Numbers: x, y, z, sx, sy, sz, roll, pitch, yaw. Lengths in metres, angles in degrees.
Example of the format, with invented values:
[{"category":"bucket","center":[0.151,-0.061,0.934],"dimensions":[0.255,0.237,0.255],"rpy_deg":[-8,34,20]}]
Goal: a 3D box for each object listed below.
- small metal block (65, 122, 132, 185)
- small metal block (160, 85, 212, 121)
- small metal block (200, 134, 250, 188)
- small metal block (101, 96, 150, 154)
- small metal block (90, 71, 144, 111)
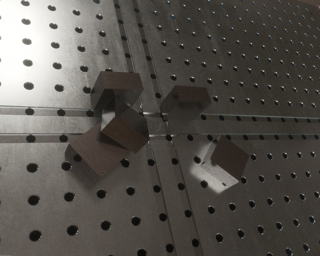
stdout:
[{"category":"small metal block","center":[-0.070,0.028,0.354],"dimensions":[0.050,0.025,0.050],"rpy_deg":[47,51,4]},{"category":"small metal block","center":[0.035,-0.034,0.433],"dimensions":[0.050,0.050,0.025],"rpy_deg":[1,62,-28]},{"category":"small metal block","center":[0.091,0.046,0.431],"dimensions":[0.050,0.025,0.050],"rpy_deg":[37,51,-4]},{"category":"small metal block","center":[-0.041,-0.004,0.369],"dimensions":[0.050,0.025,0.050],"rpy_deg":[36,20,-25]},{"category":"small metal block","center":[-0.055,-0.046,0.391],"dimensions":[0.050,0.050,0.025],"rpy_deg":[-3,63,-30]}]
